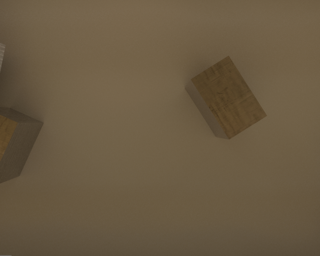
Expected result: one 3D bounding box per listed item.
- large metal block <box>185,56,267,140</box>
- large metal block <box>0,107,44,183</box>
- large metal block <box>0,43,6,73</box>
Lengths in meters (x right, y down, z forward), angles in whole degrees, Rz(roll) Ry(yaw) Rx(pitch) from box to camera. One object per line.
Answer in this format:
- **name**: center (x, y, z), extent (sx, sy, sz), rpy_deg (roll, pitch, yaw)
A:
- **large metal block**: center (0.077, -0.034, 0.385), extent (0.050, 0.080, 0.080), rpy_deg (-32, 90, 0)
- **large metal block**: center (-0.197, 0.020, 0.381), extent (0.050, 0.080, 0.080), rpy_deg (24, 90, -1)
- **large metal block**: center (-0.242, -0.071, 0.366), extent (0.050, 0.080, 0.080), rpy_deg (-8, 73, 41)
